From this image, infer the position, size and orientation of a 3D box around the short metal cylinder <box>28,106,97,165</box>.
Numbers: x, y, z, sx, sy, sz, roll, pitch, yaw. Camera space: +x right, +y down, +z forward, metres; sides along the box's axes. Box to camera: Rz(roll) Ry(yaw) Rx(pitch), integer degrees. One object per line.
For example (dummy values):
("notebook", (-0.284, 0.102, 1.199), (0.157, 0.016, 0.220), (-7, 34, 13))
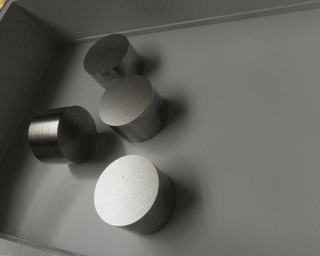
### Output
("short metal cylinder", (-0.134, 0.011, 0.434), (0.050, 0.080, 0.080), (-5, 60, 26))

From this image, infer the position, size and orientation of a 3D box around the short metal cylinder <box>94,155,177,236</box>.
("short metal cylinder", (-0.027, 0.078, 0.357), (0.080, 0.050, 0.080), (-13, 56, 21))

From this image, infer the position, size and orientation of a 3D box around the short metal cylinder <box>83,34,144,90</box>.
("short metal cylinder", (-0.072, -0.102, 0.490), (0.080, 0.050, 0.080), (-13, 56, 21))

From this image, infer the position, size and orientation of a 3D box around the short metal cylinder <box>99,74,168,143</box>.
("short metal cylinder", (-0.036, -0.026, 0.425), (0.080, 0.050, 0.080), (-13, 56, 21))
